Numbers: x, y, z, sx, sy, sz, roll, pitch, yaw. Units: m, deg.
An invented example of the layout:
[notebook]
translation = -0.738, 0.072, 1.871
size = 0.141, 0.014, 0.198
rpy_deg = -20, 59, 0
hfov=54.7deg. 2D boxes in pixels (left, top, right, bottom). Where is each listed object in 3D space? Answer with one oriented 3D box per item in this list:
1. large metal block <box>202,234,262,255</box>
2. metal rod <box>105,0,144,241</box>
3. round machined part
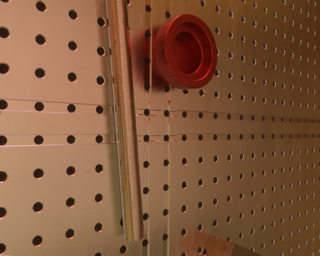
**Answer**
[large metal block]
translation = 0.106, 0.222, 0.482
size = 0.080, 0.050, 0.080
rpy_deg = 34, 69, -35
[metal rod]
translation = -0.042, -0.014, 0.373
size = 0.025, 0.025, 0.298
rpy_deg = -7, 95, -40
[round machined part]
translation = 0.030, -0.101, 0.423
size = 0.099, 0.042, 0.097
rpy_deg = 0, 90, -40
